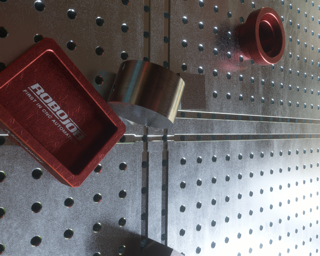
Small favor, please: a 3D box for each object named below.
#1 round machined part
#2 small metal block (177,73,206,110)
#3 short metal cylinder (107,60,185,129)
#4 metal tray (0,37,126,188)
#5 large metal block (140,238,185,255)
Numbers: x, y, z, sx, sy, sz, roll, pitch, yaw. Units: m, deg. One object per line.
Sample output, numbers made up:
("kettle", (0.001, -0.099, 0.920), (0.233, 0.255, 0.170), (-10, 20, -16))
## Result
("round machined part", (0.178, -0.160, 0.551), (0.099, 0.042, 0.097), (0, 90, -40))
("small metal block", (0.039, -0.051, 0.444), (0.050, 0.025, 0.050), (-4, 93, -40))
("short metal cylinder", (-0.016, -0.037, 0.361), (0.080, 0.080, 0.050), (27, 73, -37))
("metal tray", (-0.105, -0.013, 0.318), (0.090, 0.030, 0.130), (-52, 121, -27))
("large metal block", (0.007, 0.203, 0.402), (0.080, 0.050, 0.080), (43, 64, -32))
